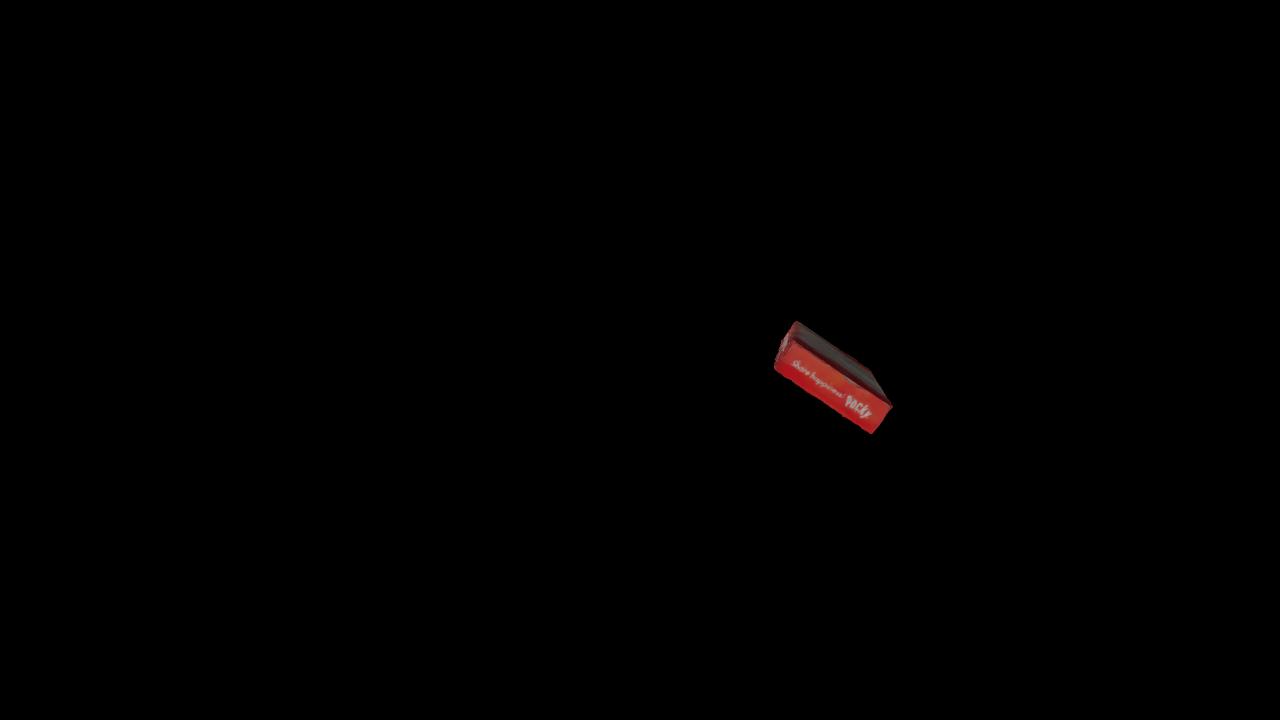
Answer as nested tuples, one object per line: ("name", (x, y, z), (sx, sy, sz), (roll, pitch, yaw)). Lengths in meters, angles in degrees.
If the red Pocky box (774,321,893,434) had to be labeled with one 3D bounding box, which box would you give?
("red Pocky box", (0.150, 0.007, 0.492), (0.083, 0.028, 0.155), (36, 16, 7))
